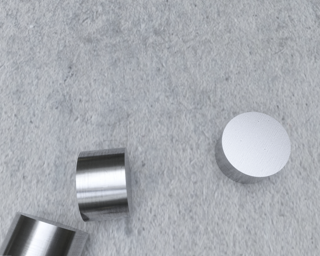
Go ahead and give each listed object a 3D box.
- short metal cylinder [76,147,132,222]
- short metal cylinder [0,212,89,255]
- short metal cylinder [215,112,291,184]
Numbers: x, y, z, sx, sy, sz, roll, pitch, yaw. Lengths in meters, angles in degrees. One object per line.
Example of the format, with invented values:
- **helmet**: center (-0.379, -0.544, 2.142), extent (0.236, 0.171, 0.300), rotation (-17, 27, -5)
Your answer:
- **short metal cylinder**: center (-0.061, 0.064, 0.355), extent (0.050, 0.080, 0.080), rotation (-5, 70, -2)
- **short metal cylinder**: center (-0.124, 0.127, 0.331), extent (0.080, 0.080, 0.050), rotation (16, 71, 5)
- **short metal cylinder**: center (0.113, 0.026, 0.387), extent (0.081, 0.050, 0.080), rotation (0, 70, 0)
